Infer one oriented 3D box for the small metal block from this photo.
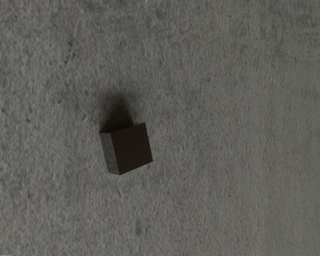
[{"bbox_3d":[-0.040,0.024,0.373,0.050,0.025,0.050,-19,102,-39],"label":"small metal block"}]
